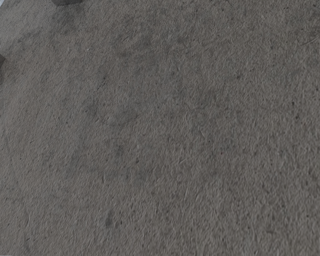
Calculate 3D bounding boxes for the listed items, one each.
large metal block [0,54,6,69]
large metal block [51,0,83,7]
[{"bbox_3d":[-0.404,-0.135,0.684,0.080,0.050,0.080,2,63,29],"label":"large metal block"},{"bbox_3d":[-0.205,-0.326,0.696,0.080,0.050,0.080,6,65,31],"label":"large metal block"}]
